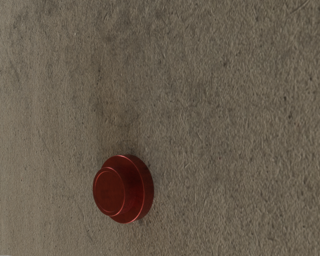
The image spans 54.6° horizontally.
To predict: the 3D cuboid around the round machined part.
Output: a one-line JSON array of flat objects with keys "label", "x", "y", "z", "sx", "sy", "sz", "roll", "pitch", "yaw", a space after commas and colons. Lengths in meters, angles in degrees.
[{"label": "round machined part", "x": -0.059, "y": 0.088, "z": 0.444, "sx": 0.098, "sy": 0.042, "sz": 0.097, "roll": 0, "pitch": 90, "yaw": 40}]
